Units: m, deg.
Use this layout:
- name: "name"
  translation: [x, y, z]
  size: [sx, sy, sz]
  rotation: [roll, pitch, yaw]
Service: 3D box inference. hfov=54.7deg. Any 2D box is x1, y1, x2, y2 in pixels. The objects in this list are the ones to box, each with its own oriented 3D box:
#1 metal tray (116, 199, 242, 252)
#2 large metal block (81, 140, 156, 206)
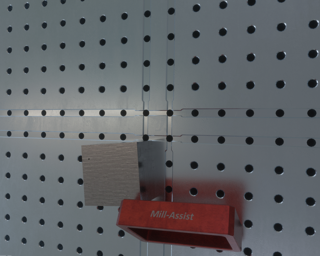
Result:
- name: "metal tray"
  translation: [0.026, 0.116, 0.367]
  size: [0.130, 0.090, 0.030]
  rotation: [-2, 58, 20]
- name: "large metal block"
  translation: [-0.055, 0.060, 0.419]
  size: [0.080, 0.050, 0.080]
  rotation: [-4, 89, 20]
